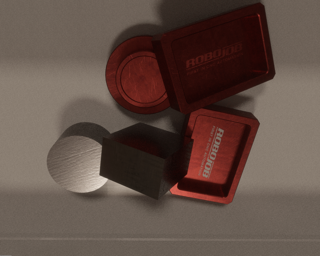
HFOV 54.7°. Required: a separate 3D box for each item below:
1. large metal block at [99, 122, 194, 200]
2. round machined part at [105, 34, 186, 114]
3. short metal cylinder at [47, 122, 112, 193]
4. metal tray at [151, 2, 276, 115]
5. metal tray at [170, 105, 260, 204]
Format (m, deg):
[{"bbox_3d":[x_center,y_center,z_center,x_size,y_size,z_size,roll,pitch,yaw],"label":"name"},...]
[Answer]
[{"bbox_3d":[-0.015,0.035,0.379,0.080,0.080,0.050,18,111,24],"label":"large metal block"},{"bbox_3d":[-0.018,-0.063,0.379,0.099,0.042,0.097,0,110,-1],"label":"round machined part"},{"bbox_3d":[-0.101,0.038,0.411,0.081,0.050,0.079,0,110,0],"label":"short metal cylinder"},{"bbox_3d":[0.065,-0.080,0.355,0.131,0.030,0.089,-23,110,-15],"label":"metal tray"},{"bbox_3d":[0.070,0.035,0.422,0.091,0.030,0.129,12,110,-5],"label":"metal tray"}]
